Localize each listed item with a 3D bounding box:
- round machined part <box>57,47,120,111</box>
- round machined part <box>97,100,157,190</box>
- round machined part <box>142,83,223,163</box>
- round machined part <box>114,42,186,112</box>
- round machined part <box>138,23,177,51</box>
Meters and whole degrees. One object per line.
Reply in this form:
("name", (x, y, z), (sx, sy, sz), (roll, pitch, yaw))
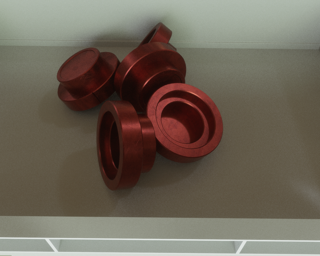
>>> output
("round machined part", (-0.102, -0.074, 0.430), (0.098, 0.042, 0.098), (-17, 45, 18))
("round machined part", (-0.037, 0.018, 0.346), (0.042, 0.097, 0.098), (-2, 48, -26))
("round machined part", (0.024, -0.003, 0.382), (0.099, 0.042, 0.098), (9, 64, -18))
("round machined part", (-0.006, -0.059, 0.406), (0.099, 0.097, 0.042), (-23, 52, -19))
("round machined part", (-0.013, -0.102, 0.456), (0.042, 0.098, 0.098), (36, 50, -17))
